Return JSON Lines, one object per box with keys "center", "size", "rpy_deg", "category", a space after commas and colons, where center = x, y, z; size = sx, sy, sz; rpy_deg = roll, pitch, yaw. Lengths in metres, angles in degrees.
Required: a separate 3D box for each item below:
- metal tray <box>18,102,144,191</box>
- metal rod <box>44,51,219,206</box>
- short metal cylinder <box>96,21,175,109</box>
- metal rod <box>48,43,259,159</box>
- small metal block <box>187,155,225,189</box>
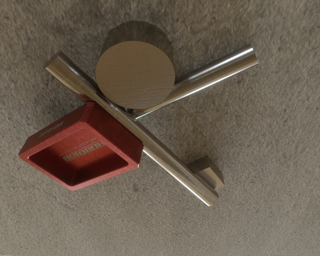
{"center": [-0.097, 0.029, 0.378], "size": [0.130, 0.030, 0.090], "rpy_deg": [-24, 127, 33], "category": "metal tray"}
{"center": [-0.016, 0.019, 0.392], "size": [0.025, 0.025, 0.300], "rpy_deg": [-32, 124, 24], "category": "metal rod"}
{"center": [-0.025, -0.067, 0.334], "size": [0.081, 0.050, 0.079], "rpy_deg": [0, 130, 0], "category": "short metal cylinder"}
{"center": [-0.027, -0.025, 0.387], "size": [0.300, 0.025, 0.025], "rpy_deg": [-23, 127, 18], "category": "metal rod"}
{"center": [0.063, 0.074, 0.472], "size": [0.050, 0.025, 0.050], "rpy_deg": [-27, 126, 20], "category": "small metal block"}
